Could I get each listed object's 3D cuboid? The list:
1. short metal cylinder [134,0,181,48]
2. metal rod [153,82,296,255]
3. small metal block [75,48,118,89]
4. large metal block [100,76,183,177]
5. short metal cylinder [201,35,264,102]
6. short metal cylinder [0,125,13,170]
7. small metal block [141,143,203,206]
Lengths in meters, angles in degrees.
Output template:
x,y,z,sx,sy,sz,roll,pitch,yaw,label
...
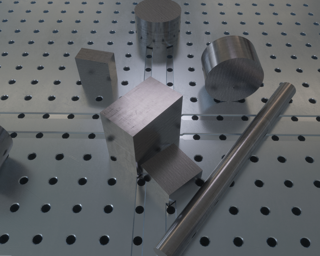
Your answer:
x,y,z,sx,sy,sz,roll,pitch,yaw,label
-0.004,-0.186,0.548,0.080,0.050,0.080,0,50,0,short metal cylinder
0.095,0.034,0.379,0.025,0.025,0.301,31,56,23,metal rod
-0.094,-0.089,0.465,0.050,0.050,0.025,11,51,9,small metal block
-0.019,-0.001,0.373,0.050,0.080,0.080,34,58,25,large metal block
0.101,-0.084,0.443,0.081,0.080,0.050,-1,50,-1,short metal cylinder
-0.217,0.026,0.349,0.080,0.080,0.050,4,50,4,short metal cylinder
0.013,0.053,0.363,0.050,0.025,0.050,-32,57,-24,small metal block
